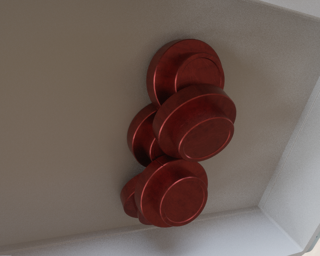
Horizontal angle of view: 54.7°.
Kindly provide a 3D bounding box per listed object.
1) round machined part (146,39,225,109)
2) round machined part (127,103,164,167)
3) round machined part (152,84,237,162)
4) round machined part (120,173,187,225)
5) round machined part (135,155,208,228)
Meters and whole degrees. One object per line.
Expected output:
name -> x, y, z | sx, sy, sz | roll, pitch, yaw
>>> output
round machined part -> 0.037, -0.056, 0.367 | 0.099, 0.042, 0.097 | -7, 106, -27
round machined part -> 0.010, 0.015, 0.410 | 0.099, 0.042, 0.097 | -14, 123, -21
round machined part -> 0.044, 0.001, 0.354 | 0.099, 0.042, 0.097 | -15, 137, -15
round machined part -> -0.003, 0.101, 0.439 | 0.099, 0.042, 0.097 | -15, 139, -13
round machined part -> 0.021, 0.084, 0.393 | 0.099, 0.042, 0.097 | -10, 112, -26
